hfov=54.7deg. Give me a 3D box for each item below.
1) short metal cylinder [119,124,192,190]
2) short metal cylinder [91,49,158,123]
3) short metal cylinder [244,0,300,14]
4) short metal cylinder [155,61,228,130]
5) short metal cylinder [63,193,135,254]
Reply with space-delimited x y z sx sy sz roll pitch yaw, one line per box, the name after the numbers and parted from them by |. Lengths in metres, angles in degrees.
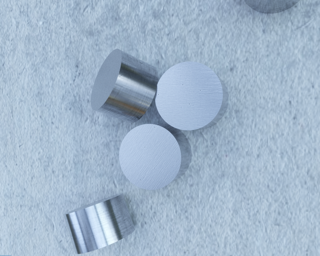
-0.005 0.035 0.397 0.080 0.050 0.079 0 90 19 | short metal cylinder
-0.046 -0.052 0.389 0.080 0.050 0.080 -36 44 44 | short metal cylinder
0.129 -0.178 0.350 0.080 0.050 0.079 0 90 19 | short metal cylinder
0.040 -0.037 0.381 0.080 0.050 0.079 0 90 19 | short metal cylinder
-0.079 0.123 0.406 0.080 0.080 0.050 -21 83 18 | short metal cylinder
